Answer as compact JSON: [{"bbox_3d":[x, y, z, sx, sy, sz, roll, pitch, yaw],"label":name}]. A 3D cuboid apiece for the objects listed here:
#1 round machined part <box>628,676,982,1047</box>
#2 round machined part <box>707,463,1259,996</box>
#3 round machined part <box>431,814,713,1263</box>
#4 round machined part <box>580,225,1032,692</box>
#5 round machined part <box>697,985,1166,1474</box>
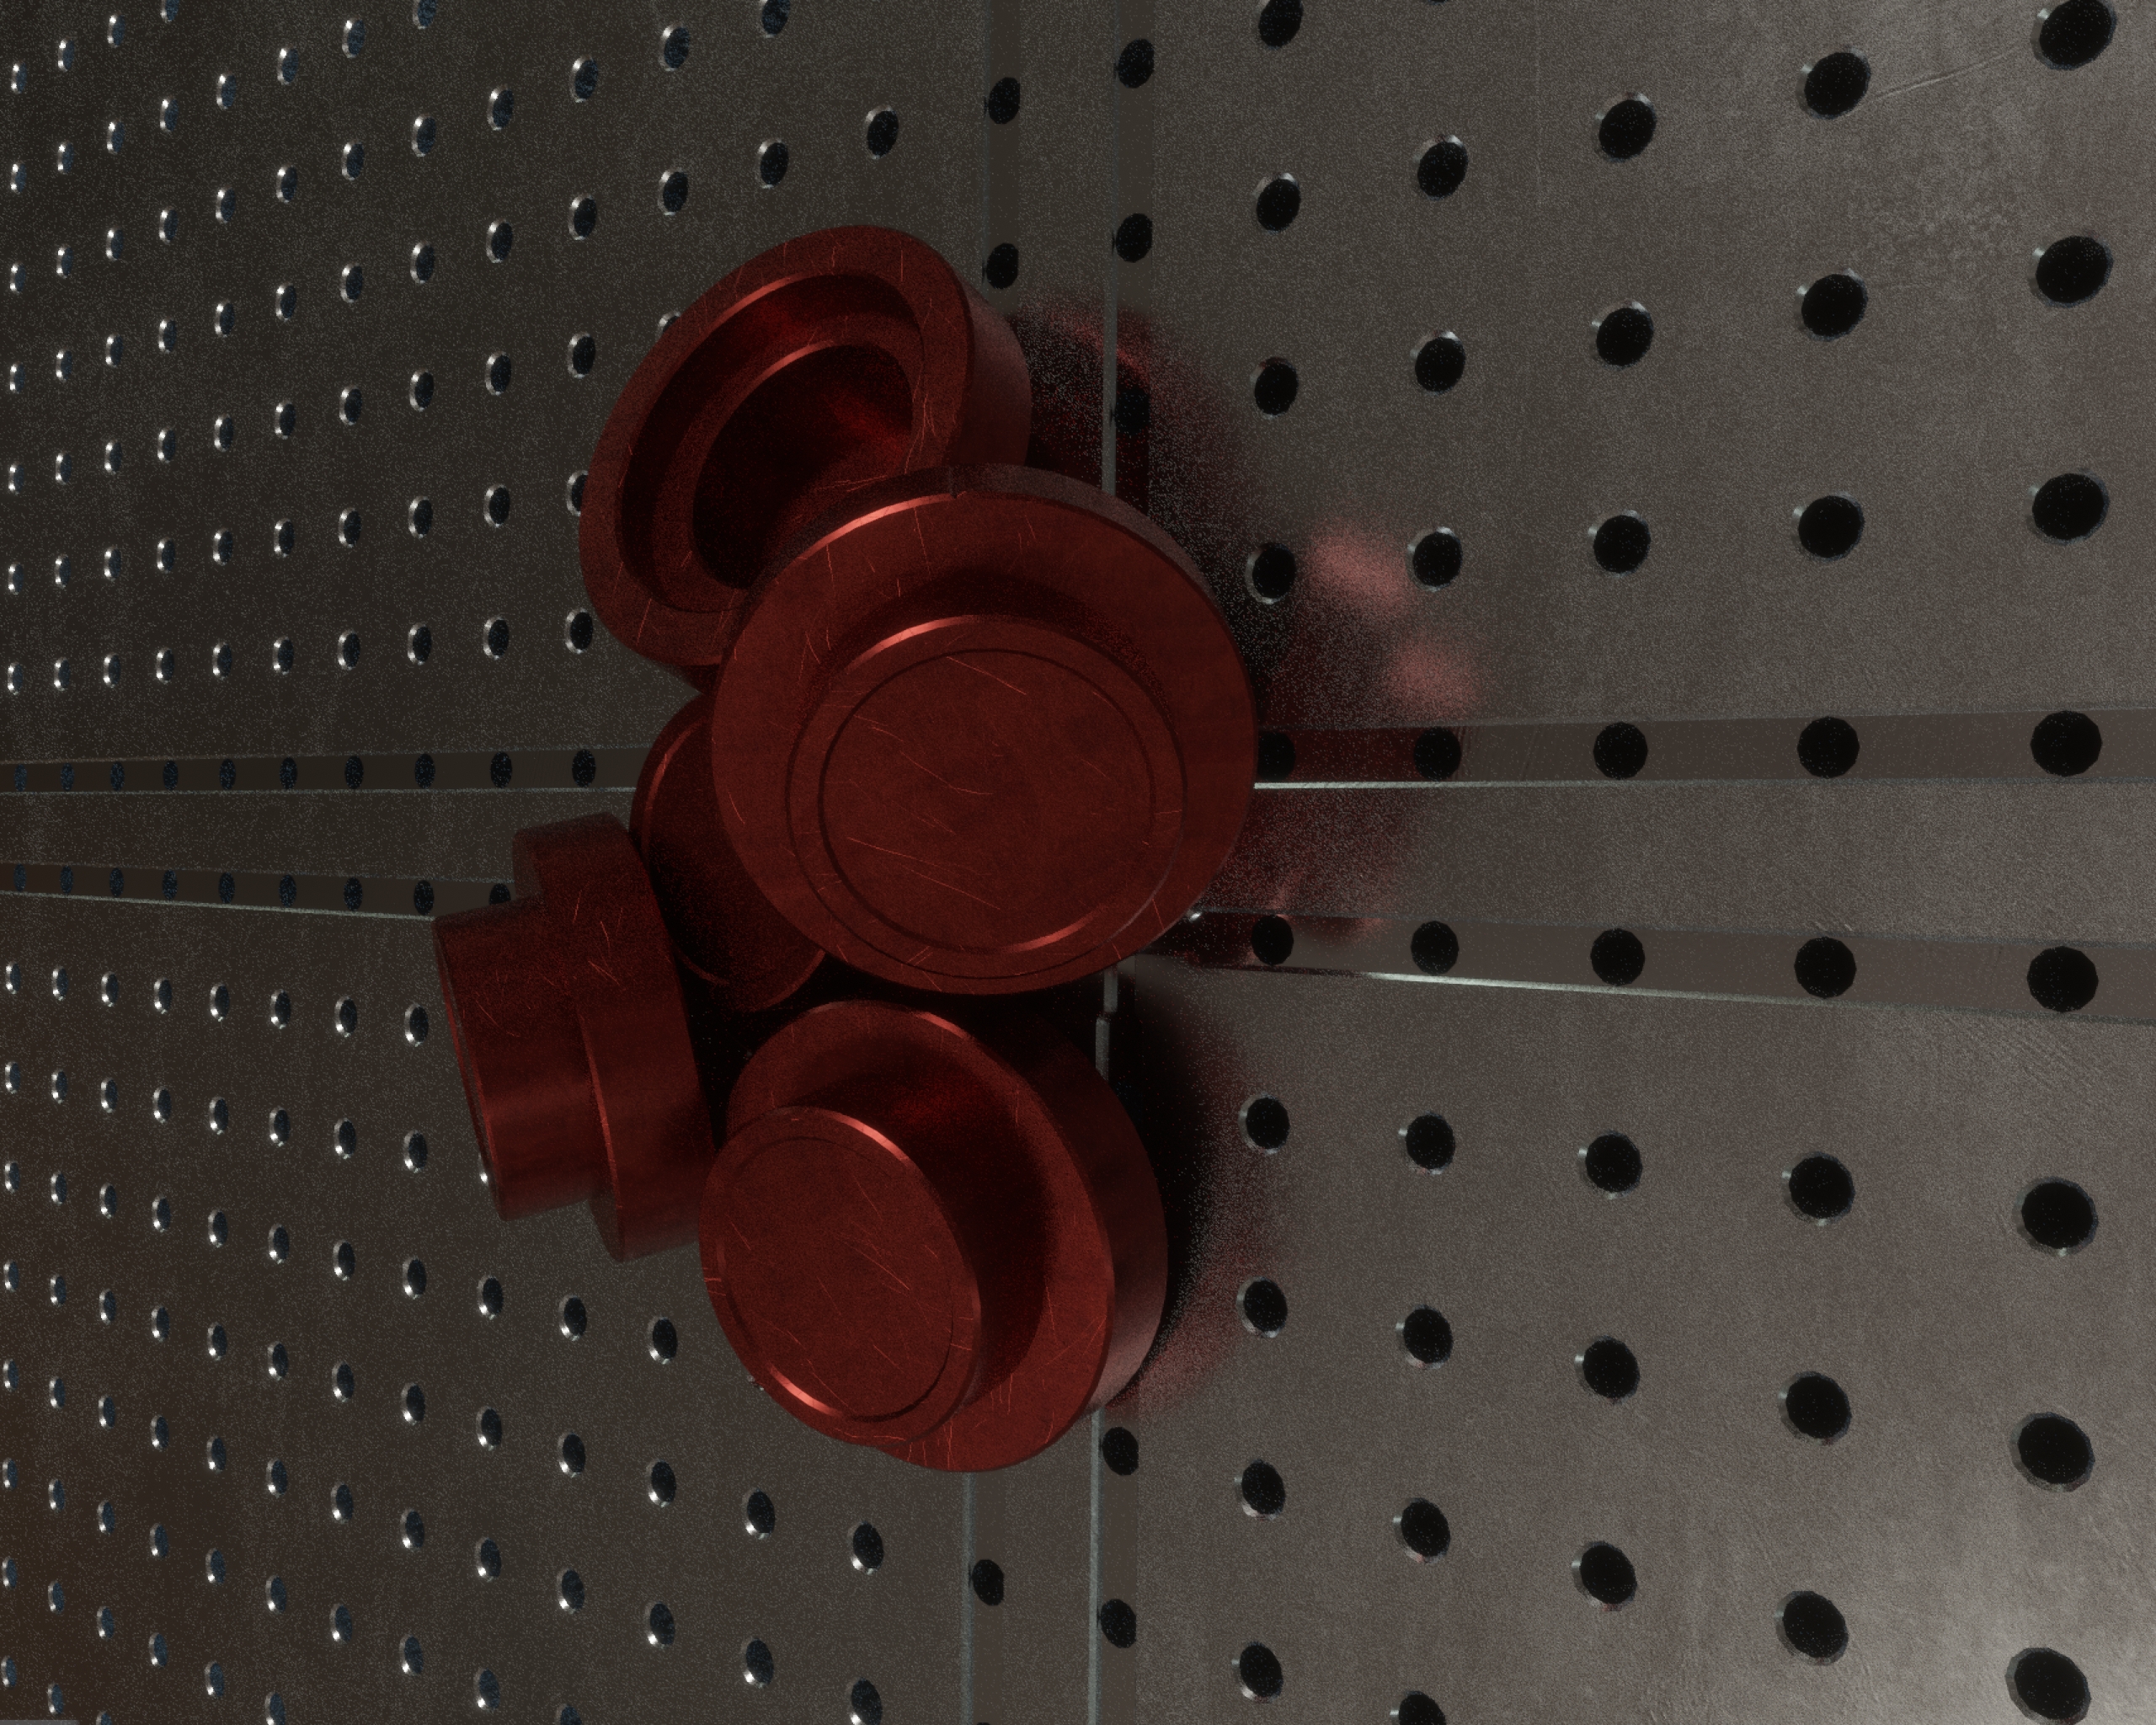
[{"bbox_3d":[-0.058,-0.003,0.442,0.098,0.042,0.097,0,90,39],"label":"round machined part"},{"bbox_3d":[-0.017,-0.018,0.372,0.042,0.099,0.097,-99,34,-65],"label":"round machined part"},{"bbox_3d":[-0.113,0.041,0.458,0.098,0.042,0.097,167,90,-70],"label":"round machined part"},{"bbox_3d":[-0.050,-0.076,0.423,0.098,0.042,0.098,-14,62,28],"label":"round machined part"},{"bbox_3d":[-0.035,0.074,0.409,0.098,0.042,0.097,9,106,32],"label":"round machined part"}]
